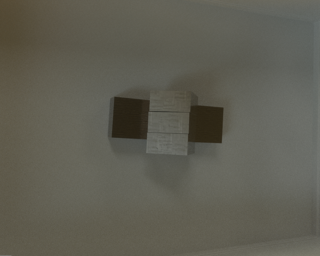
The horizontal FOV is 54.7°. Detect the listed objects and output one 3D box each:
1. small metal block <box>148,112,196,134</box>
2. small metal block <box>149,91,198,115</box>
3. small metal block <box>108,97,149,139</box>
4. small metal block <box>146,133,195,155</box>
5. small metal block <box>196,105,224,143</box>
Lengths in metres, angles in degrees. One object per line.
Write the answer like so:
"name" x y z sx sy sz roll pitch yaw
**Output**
"small metal block" 0.017 -0.006 0.392 0.050 0.050 0.025 2 89 16
"small metal block" 0.019 -0.031 0.392 0.050 0.050 0.025 3 89 16
"small metal block" -0.038 -0.012 0.396 0.050 0.025 0.050 4 89 -20
"small metal block" 0.015 0.019 0.392 0.050 0.050 0.025 2 89 16
"small metal block" 0.059 -0.005 0.432 0.050 0.025 0.050 3 89 -20
